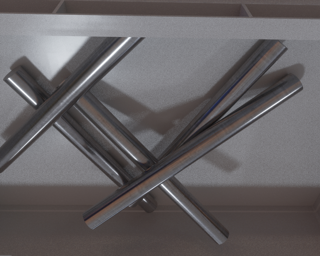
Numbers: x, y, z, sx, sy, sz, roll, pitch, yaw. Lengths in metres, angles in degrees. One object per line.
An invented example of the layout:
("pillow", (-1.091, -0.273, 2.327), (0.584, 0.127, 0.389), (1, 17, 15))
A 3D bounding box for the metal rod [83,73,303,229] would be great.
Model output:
("metal rod", (0.037, 0.030, 0.374), (0.301, 0.025, 0.025), (-34, 125, 3))

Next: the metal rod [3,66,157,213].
("metal rod", (-0.092, 0.035, 0.437), (0.025, 0.025, 0.300), (-25, 126, 19))

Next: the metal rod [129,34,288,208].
("metal rod", (0.042, 0.008, 0.400), (0.025, 0.025, 0.299), (28, 119, -22))

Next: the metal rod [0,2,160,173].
("metal rod", (-0.116, -0.026, 0.349), (0.299, 0.025, 0.025), (-36, 122, 28))

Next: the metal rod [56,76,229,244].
("metal rod", (-0.012, 0.050, 0.401), (0.025, 0.025, 0.300), (-36, 107, 26))
